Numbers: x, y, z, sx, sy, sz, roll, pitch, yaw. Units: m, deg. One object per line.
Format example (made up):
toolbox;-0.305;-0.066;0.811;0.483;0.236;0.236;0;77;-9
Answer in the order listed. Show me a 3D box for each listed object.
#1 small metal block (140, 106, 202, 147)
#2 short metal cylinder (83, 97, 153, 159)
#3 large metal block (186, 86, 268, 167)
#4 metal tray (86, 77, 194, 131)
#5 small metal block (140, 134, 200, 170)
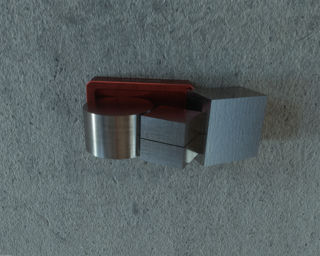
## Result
small metal block;0.013;-0.004;0.341;0.050;0.050;0.025;11;111;23
short metal cylinder;-0.048;-0.003;0.366;0.081;0.080;0.050;1;110;-1
large metal block;0.078;-0.005;0.381;0.081;0.050;0.079;-7;113;-26
metal tray;-0.025;-0.017;0.401;0.131;0.030;0.089;2;110;-1
small metal block;0.012;0.021;0.349;0.050;0.050;0.025;11;111;23
